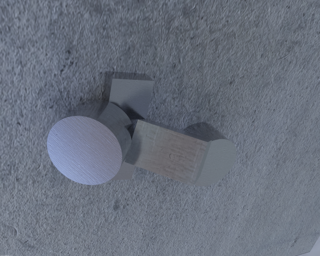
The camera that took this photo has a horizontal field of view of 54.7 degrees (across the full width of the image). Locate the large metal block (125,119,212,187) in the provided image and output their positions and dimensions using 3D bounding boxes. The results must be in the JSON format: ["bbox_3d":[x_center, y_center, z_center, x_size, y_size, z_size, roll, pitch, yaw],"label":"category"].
[{"bbox_3d":[0.014,0.027,0.374,0.080,0.080,0.050,1,107,-77],"label":"large metal block"}]

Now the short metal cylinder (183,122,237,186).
[{"bbox_3d":[0.063,0.038,0.452,0.081,0.050,0.079,-14,125,-21],"label":"short metal cylinder"}]

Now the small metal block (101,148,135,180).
[{"bbox_3d":[-0.059,0.040,0.402,0.050,0.025,0.050,3,117,-30],"label":"small metal block"}]

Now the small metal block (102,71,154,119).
[{"bbox_3d":[-0.039,-0.038,0.364,0.050,0.025,0.050,-1,119,-28],"label":"small metal block"}]

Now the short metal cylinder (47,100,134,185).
[{"bbox_3d":[-0.073,0.015,0.339,0.080,0.050,0.079,4,114,9],"label":"short metal cylinder"}]
